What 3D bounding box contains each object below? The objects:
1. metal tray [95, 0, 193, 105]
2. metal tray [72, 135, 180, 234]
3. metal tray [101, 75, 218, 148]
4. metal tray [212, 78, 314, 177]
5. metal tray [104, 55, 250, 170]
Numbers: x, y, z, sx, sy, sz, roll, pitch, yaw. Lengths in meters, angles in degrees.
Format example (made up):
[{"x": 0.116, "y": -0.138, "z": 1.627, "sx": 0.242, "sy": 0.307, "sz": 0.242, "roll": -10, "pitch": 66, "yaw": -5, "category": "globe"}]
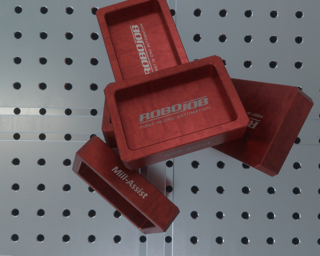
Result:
[{"x": -0.020, "y": -0.101, "z": 0.392, "sx": 0.090, "sy": 0.030, "sz": 0.130, "roll": -17, "pitch": 74, "yaw": -2, "category": "metal tray"}, {"x": -0.046, "y": 0.074, "z": 0.378, "sx": 0.130, "sy": 0.090, "sz": 0.030, "roll": 42, "pitch": 63, "yaw": 0, "category": "metal tray"}, {"x": -0.001, "y": -0.024, "z": 0.381, "sx": 0.131, "sy": 0.090, "sz": 0.030, "roll": -6, "pitch": 135, "yaw": 1, "category": "metal tray"}, {"x": 0.098, "y": -0.009, "z": 0.362, "sx": 0.030, "sy": 0.130, "sz": 0.090, "roll": 27, "pitch": 90, "yaw": -30, "category": "metal tray"}, {"x": 0.015, "y": -0.018, "z": 0.327, "sx": 0.131, "sy": 0.030, "sz": 0.090, "roll": -16, "pitch": 66, "yaw": -3, "category": "metal tray"}]
